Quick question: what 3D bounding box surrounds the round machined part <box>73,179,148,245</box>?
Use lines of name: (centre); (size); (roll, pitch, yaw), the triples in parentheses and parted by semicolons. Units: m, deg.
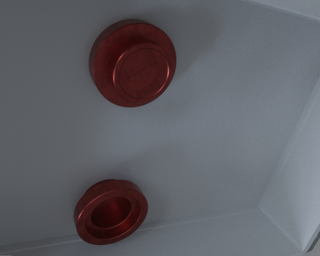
round machined part: (-0.070, 0.110, 0.427); (0.099, 0.042, 0.097); (-14, 124, -21)

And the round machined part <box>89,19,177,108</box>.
round machined part: (-0.025, -0.066, 0.343); (0.099, 0.042, 0.097); (-14, 124, -21)
